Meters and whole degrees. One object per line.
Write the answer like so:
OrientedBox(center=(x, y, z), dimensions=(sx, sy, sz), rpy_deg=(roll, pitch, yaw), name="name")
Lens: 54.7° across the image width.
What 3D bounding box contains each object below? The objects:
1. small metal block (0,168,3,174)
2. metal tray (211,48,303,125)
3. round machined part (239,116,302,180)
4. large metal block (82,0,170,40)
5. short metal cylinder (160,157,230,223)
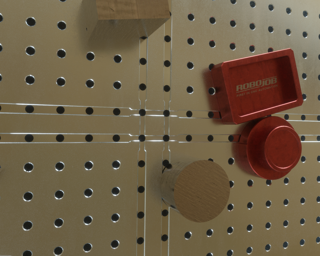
OrientedBox(center=(-0.200, 0.046, 0.326), dimensions=(0.050, 0.050, 0.025), rpy_deg=(31, 80, -18), name="small metal block")
OrientedBox(center=(0.148, -0.063, 0.466), dimensions=(0.131, 0.030, 0.089), rpy_deg=(-15, 95, -20), name="metal tray")
OrientedBox(center=(0.173, 0.030, 0.470), dimensions=(0.099, 0.042, 0.097), rpy_deg=(0, 90, -21), name="round machined part")
OrientedBox(center=(-0.043, -0.142, 0.368), dimensions=(0.081, 0.080, 0.050), rpy_deg=(-9, 93, -20), name="large metal block")
OrientedBox(center=(0.046, 0.080, 0.418), dimensions=(0.081, 0.050, 0.079), rpy_deg=(0, 90, -21), name="short metal cylinder")
